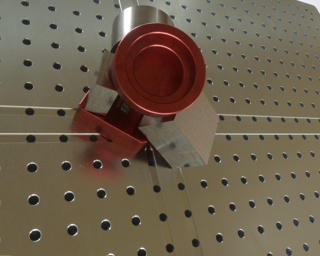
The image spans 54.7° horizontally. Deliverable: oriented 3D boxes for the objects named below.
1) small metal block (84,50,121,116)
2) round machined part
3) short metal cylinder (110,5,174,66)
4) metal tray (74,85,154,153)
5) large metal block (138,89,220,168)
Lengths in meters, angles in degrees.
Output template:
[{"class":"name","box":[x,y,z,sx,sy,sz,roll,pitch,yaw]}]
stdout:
[{"class":"small metal block","box":[-0.062,-0.050,0.350,0.025,0.050,0.050,18,55,-19]},{"class":"round machined part","box":[-0.004,-0.059,0.337,0.099,0.042,0.097,3,81,-17]},{"class":"short metal cylinder","box":[-0.021,-0.103,0.387,0.081,0.080,0.050,13,57,-22]},{"class":"metal tray","box":[-0.041,-0.042,0.410,0.090,0.030,0.130,30,52,-9]},{"class":"large metal block","box":[0.028,-0.007,0.390,0.080,0.050,0.080,52,44,-32]}]
